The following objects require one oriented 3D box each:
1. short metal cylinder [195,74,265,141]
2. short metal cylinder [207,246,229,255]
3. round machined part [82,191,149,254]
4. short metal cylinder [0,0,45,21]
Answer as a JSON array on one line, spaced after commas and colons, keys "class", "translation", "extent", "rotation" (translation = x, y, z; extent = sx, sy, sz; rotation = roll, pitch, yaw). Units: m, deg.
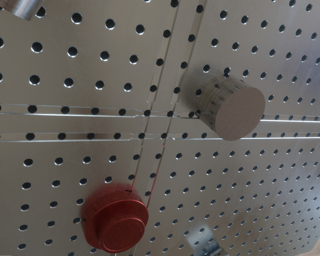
[{"class": "short metal cylinder", "translation": [0.097, -0.029, 0.430], "extent": [0.081, 0.050, 0.079], "rotation": [-14, 124, -21]}, {"class": "short metal cylinder", "translation": [0.125, 0.288, 0.623], "extent": [0.050, 0.080, 0.080], "rotation": [-31, 129, -9]}, {"class": "round machined part", "translation": [-0.061, 0.145, 0.456], "extent": [0.099, 0.042, 0.097], "rotation": [-14, 124, -21]}, {"class": "short metal cylinder", "translation": [-0.120, -0.126, 0.232], "extent": [0.080, 0.080, 0.050], "rotation": [30, 101, -38]}]
